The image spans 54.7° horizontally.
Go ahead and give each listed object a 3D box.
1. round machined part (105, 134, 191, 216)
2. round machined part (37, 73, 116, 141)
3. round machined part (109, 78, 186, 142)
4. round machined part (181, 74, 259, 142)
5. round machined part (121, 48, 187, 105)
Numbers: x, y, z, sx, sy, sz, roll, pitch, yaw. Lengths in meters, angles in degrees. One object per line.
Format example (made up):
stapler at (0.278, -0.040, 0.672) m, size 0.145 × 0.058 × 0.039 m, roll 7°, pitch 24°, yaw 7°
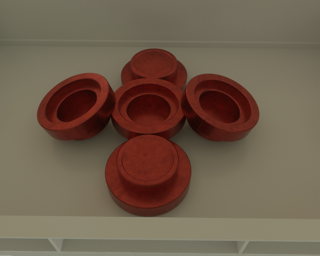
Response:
round machined part at (-0.013, 0.046, 0.353) m, size 0.099 × 0.042 × 0.098 m, roll 0°, pitch 50°, yaw 0°
round machined part at (-0.102, -0.023, 0.400) m, size 0.098 × 0.042 × 0.098 m, roll -11°, pitch 48°, yaw 13°
round machined part at (-0.015, -0.018, 0.406) m, size 0.099 × 0.042 × 0.098 m, roll 0°, pitch 50°, yaw 0°
round machined part at (0.073, -0.021, 0.399) m, size 0.099 × 0.042 × 0.098 m, roll 11°, pitch 49°, yaw -13°
round machined part at (-0.009, -0.081, 0.460) m, size 0.099 × 0.042 × 0.098 m, roll 0°, pitch 50°, yaw 0°
